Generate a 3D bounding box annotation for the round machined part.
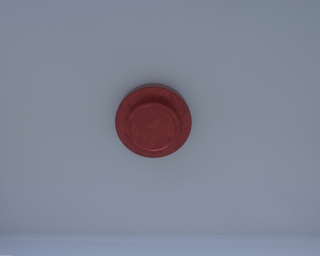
[{"bbox_3d":[-0.008,-0.005,0.397,0.099,0.042,0.097,0,110,0],"label":"round machined part"}]
